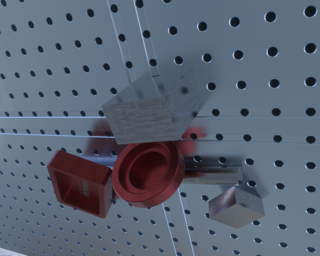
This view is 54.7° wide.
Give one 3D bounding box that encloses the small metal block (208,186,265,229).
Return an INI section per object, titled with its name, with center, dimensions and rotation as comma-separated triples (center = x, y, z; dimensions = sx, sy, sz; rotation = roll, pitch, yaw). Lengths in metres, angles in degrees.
[small metal block]
center = 0.101, 0.107, 0.411
dimensions = 0.050, 0.025, 0.050
rotation = 26, 133, -22

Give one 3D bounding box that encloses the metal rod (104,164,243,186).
[metal rod]
center = -0.029, 0.068, 0.466
dimensions = 0.300, 0.025, 0.025
rotation = -3, 117, 29

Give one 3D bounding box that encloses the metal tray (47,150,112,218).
[metal tray]
center = -0.125, 0.095, 0.498
dimensions = 0.090, 0.030, 0.129
rotation = 19, 142, 5

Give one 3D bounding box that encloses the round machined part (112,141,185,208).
[round machined part]
center = -0.012, 0.060, 0.414
dimensions = 0.098, 0.098, 0.042
rotation = -3, 145, 29

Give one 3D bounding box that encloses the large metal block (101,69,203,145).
[large metal block]
center = -0.006, -0.025, 0.362
dimensions = 0.080, 0.080, 0.050
rotation = -6, 116, 30
